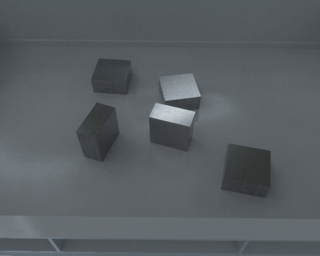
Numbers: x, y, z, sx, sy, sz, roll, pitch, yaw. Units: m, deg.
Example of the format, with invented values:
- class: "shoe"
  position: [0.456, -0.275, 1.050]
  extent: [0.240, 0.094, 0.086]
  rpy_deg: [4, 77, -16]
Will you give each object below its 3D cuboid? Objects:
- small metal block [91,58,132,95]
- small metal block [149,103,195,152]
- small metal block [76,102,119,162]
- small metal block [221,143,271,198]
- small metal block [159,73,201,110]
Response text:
- class: "small metal block"
  position: [-0.072, -0.079, 0.471]
  extent: [0.050, 0.025, 0.050]
  rpy_deg: [5, 50, 4]
- class: "small metal block"
  position: [0.015, 0.000, 0.389]
  extent: [0.050, 0.050, 0.025]
  rpy_deg: [14, 52, 11]
- class: "small metal block"
  position: [-0.075, 0.006, 0.383]
  extent: [0.025, 0.050, 0.050]
  rpy_deg: [16, 52, 13]
- class: "small metal block"
  position: [0.101, 0.049, 0.364]
  extent: [0.050, 0.025, 0.050]
  rpy_deg: [10, 51, 8]
- class: "small metal block"
  position: [0.027, -0.051, 0.448]
  extent: [0.050, 0.025, 0.050]
  rpy_deg: [-8, 50, -7]
